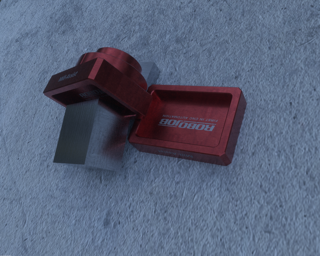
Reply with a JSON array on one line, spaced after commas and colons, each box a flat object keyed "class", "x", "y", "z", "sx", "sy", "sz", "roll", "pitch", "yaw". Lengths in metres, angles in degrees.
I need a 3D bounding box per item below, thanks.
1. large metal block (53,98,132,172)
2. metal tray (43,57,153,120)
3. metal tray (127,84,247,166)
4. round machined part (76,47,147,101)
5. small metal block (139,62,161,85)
[{"class": "large metal block", "x": -0.089, "y": 0.012, "z": 0.403, "sx": 0.080, "sy": 0.050, "sz": 0.080, "roll": -4, "pitch": 71, "yaw": 46}, {"class": "metal tray", "x": -0.085, "y": -0.043, "z": 0.411, "sx": 0.130, "sy": 0.090, "sz": 0.030, "roll": -4, "pitch": 59, "yaw": 47}, {"class": "metal tray", "x": 0.033, "y": -0.008, "z": 0.389, "sx": 0.130, "sy": 0.030, "sz": 0.090, "roll": 7, "pitch": 65, "yaw": 30}, {"class": "round machined part", "x": -0.063, "y": -0.072, "z": 0.420, "sx": 0.098, "sy": 0.098, "sz": 0.042, "roll": 6, "pitch": 65, "yaw": 30}, {"class": "small metal block", "x": -0.033, "y": -0.072, "z": 0.466, "sx": 0.050, "sy": 0.025, "sz": 0.050, "roll": 7, "pitch": 65, "yaw": 31}]
